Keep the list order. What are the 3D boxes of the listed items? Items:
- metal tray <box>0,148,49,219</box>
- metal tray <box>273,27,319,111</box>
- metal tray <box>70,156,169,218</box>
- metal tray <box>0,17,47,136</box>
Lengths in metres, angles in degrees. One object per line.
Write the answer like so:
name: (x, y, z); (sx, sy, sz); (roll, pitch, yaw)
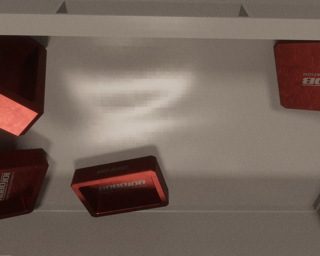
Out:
metal tray: (-0.223, 0.086, 0.448); (0.091, 0.030, 0.129); (-3, 138, -38)
metal tray: (0.191, -0.058, 0.318); (0.130, 0.030, 0.090); (8, 139, 35)
metal tray: (-0.059, 0.094, 0.485); (0.131, 0.030, 0.090); (-11, 130, 9)
metal tray: (-0.151, -0.060, 0.276); (0.030, 0.130, 0.090); (-43, 128, 17)
